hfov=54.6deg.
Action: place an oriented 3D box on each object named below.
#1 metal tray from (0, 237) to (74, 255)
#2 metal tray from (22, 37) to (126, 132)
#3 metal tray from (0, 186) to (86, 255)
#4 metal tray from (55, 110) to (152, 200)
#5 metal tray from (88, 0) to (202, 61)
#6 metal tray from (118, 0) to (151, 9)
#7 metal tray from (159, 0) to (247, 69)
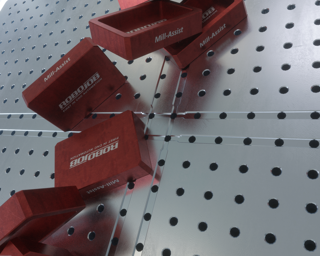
[{"bbox_3d":[-0.157,0.190,0.333,0.030,0.090,0.130,23,74,36],"label":"metal tray"},{"bbox_3d":[-0.127,-0.062,0.471,0.130,0.090,0.030,-41,53,0],"label":"metal tray"},{"bbox_3d":[-0.163,0.118,0.362,0.130,0.090,0.030,-40,69,16],"label":"metal tray"},{"bbox_3d":[-0.082,0.040,0.425,0.130,0.030,0.090,-24,53,13],"label":"metal tray"},{"bbox_3d":[-0.017,-0.139,0.423,0.131,0.030,0.090,-30,45,-29],"label":"metal tray"},{"bbox_3d":[0.003,-0.224,0.491,0.091,0.030,0.130,-33,23,-36],"label":"metal tray"},{"bbox_3d":[0.054,-0.161,0.475,0.130,0.030,0.090,-40,51,1],"label":"metal tray"}]
